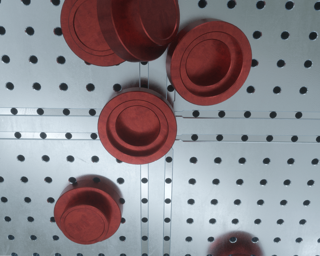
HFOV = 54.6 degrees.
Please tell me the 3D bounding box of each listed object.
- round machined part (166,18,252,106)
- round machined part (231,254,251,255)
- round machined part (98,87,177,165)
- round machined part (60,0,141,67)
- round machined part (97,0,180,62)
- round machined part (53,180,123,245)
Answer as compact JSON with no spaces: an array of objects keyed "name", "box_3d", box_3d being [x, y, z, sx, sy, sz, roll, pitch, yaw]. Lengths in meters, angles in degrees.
[{"name":"round machined part","box_3d":[0.054,-0.079,0.367,0.099,0.042,0.097,-7,118,-13]},{"name":"round machined part","box_3d":[0.132,0.242,0.494,0.099,0.042,0.097,0,110,0]},{"name":"round machined part","box_3d":[-0.028,-0.005,0.402,0.099,0.042,0.097,0,110,0]},{"name":"round machined part","box_3d":[-0.066,-0.120,0.360,0.099,0.042,0.097,0,110,0]},{"name":"round machined part","box_3d":[-0.015,-0.120,0.328,0.042,0.099,0.097,5,116,38]},{"name":"round machined part","box_3d":[-0.106,0.129,0.451,0.099,0.042,0.097,0,110,0]}]
